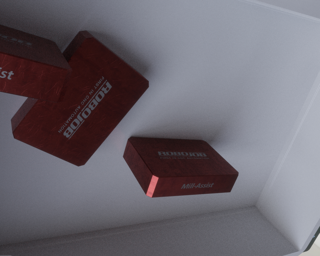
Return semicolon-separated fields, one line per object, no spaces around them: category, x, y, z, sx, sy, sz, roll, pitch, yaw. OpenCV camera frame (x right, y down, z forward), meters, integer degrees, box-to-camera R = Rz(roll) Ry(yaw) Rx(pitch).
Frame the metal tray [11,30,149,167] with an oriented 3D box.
metal tray;-0.086;-0.028;0.342;0.130;0.030;0.090;-50;129;7

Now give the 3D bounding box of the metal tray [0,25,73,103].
metal tray;-0.146;-0.064;0.247;0.131;0.090;0.030;11;113;-33

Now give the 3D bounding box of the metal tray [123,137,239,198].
metal tray;0.027;0.049;0.413;0.131;0.090;0.030;4;117;-31
